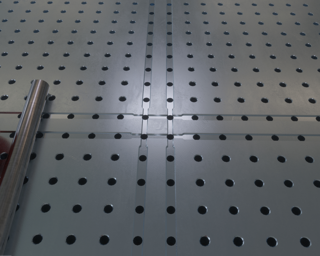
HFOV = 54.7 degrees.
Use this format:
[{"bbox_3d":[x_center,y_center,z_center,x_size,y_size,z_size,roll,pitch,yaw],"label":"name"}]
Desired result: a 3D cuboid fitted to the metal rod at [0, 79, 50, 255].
[{"bbox_3d":[-0.170,0.052,0.362,0.025,0.025,0.300,-2,50,-2],"label":"metal rod"}]
